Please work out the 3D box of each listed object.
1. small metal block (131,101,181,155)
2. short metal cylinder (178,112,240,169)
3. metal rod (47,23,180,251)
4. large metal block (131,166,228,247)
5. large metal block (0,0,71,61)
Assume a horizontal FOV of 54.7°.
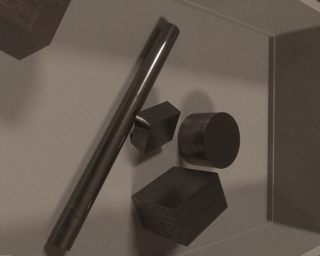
[{"bbox_3d":[-0.006,0.000,0.387,0.050,0.025,0.050,-25,144,-38],"label":"small metal block"},{"bbox_3d":[0.072,0.017,0.454,0.081,0.050,0.079,0,90,-40],"label":"short metal cylinder"},{"bbox_3d":[-0.045,-0.006,0.370,0.025,0.025,0.300,39,66,-34],"label":"metal rod"},{"bbox_3d":[0.025,0.094,0.394,0.081,0.080,0.050,-30,109,-36],"label":"large metal block"},{"bbox_3d":[-0.134,-0.105,0.259,0.080,0.080,0.050,30,72,-37],"label":"large metal block"}]
